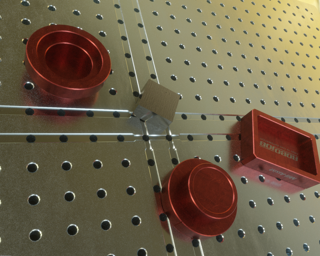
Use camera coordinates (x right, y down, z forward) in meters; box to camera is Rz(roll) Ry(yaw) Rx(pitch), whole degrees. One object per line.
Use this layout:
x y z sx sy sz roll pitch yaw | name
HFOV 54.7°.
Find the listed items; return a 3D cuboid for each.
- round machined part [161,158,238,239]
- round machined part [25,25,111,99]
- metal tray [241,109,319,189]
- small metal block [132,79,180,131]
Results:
0.055 0.082 0.379 0.099 0.042 0.098 14 56 -21 | round machined part
-0.114 -0.077 0.383 0.099 0.042 0.098 14 56 -21 | round machined part
0.191 0.033 0.489 0.131 0.030 0.090 21 54 -16 | metal tray
-0.005 -0.032 0.427 0.050 0.025 0.050 27 52 -12 | small metal block
